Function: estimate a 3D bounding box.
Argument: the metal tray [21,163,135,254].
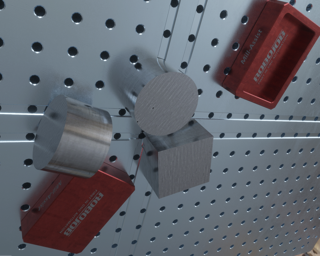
[{"bbox_3d":[-0.108,0.104,0.413,0.090,0.030,0.130,35,99,-39],"label":"metal tray"}]

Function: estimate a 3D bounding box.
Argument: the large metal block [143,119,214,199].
[{"bbox_3d":[0.024,0.042,0.434,0.081,0.050,0.079,-14,124,-21],"label":"large metal block"}]

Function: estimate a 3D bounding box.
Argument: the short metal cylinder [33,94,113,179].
[{"bbox_3d":[-0.094,0.010,0.330,0.050,0.080,0.080,21,107,-36],"label":"short metal cylinder"}]

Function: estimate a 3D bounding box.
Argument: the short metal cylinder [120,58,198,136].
[{"bbox_3d":[-0.002,-0.038,0.371,0.081,0.050,0.079,-14,124,-21],"label":"short metal cylinder"}]

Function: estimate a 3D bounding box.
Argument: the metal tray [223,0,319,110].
[{"bbox_3d":[0.156,-0.097,0.432,0.091,0.030,0.129,15,111,-34],"label":"metal tray"}]
